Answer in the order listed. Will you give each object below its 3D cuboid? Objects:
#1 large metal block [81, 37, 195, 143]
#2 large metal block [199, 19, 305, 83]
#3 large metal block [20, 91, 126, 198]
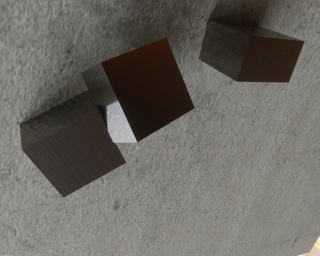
[{"bbox_3d":[-0.022,-0.038,0.323,0.081,0.050,0.080,-31,104,-32],"label":"large metal block"},{"bbox_3d":[0.107,-0.093,0.374,0.081,0.080,0.050,-4,120,-27],"label":"large metal block"},{"bbox_3d":[-0.096,0.018,0.349,0.080,0.050,0.080,-29,129,-8],"label":"large metal block"}]
